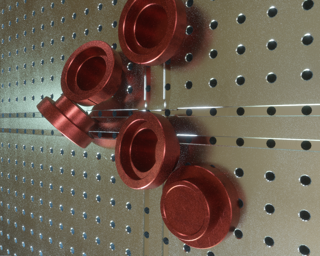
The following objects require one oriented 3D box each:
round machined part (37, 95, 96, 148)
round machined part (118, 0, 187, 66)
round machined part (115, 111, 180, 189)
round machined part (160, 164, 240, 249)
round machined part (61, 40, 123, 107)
[{"bbox_3d":[-0.138,-0.016,0.483,0.042,0.098,0.098,-47,58,-5],"label":"round machined part"},{"bbox_3d":[-0.005,-0.129,0.401,0.098,0.042,0.097,0,90,39],"label":"round machined part"},{"bbox_3d":[-0.012,0.029,0.399,0.098,0.042,0.098,-12,73,45],"label":"round machined part"},{"bbox_3d":[0.039,0.093,0.364,0.098,0.042,0.097,0,90,39],"label":"round machined part"},{"bbox_3d":[-0.096,-0.077,0.462,0.098,0.042,0.098,-10,67,26],"label":"round machined part"}]
